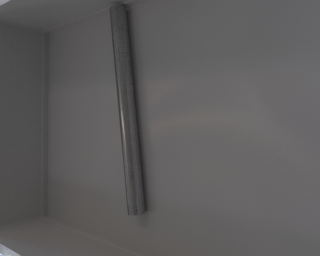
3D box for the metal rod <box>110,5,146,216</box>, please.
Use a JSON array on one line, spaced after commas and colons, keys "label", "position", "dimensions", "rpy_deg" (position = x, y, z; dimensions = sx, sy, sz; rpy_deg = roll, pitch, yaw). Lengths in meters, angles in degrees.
[{"label": "metal rod", "position": [-0.047, -0.028, 0.447], "dimensions": [0.025, 0.025, 0.299], "rpy_deg": [-10, 84, 40]}]
